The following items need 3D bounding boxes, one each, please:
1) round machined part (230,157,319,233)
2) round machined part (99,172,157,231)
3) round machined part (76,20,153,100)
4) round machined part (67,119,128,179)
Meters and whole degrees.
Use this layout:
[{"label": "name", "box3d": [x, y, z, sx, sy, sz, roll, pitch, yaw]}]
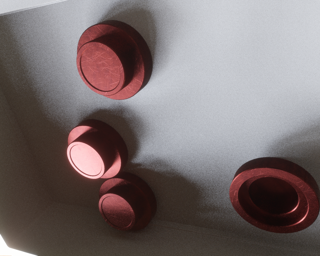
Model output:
[{"label": "round machined part", "box3d": [0.137, 0.075, 0.372, 0.098, 0.042, 0.097, 13, 124, 21]}, {"label": "round machined part", "box3d": [-0.058, 0.123, 0.495, 0.098, 0.042, 0.097, 10, 114, 24]}, {"label": "round machined part", "box3d": [-0.062, -0.079, 0.382, 0.098, 0.042, 0.097, 13, 124, 21]}, {"label": "round machined part", "box3d": [-0.102, 0.039, 0.476, 0.098, 0.042, 0.097, 13, 124, 21]}]
